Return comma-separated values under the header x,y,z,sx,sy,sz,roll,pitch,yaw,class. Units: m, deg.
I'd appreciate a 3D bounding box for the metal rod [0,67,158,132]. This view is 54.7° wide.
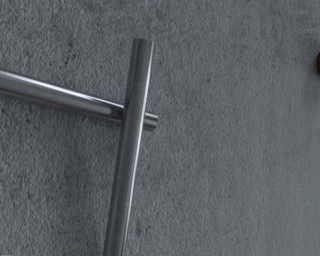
x,y,z,sx,sy,sz,roll,pitch,yaw,class
-0.124,-0.037,0.301,0.302,0.025,0.025,15,81,-39,metal rod

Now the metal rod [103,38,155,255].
x,y,z,sx,sy,sz,roll,pitch,yaw,class
-0.039,0.051,0.350,0.025,0.025,0.298,6,93,-40,metal rod

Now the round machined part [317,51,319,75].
x,y,z,sx,sy,sz,roll,pitch,yaw,class
0.415,-0.157,0.746,0.099,0.042,0.097,0,90,-40,round machined part
